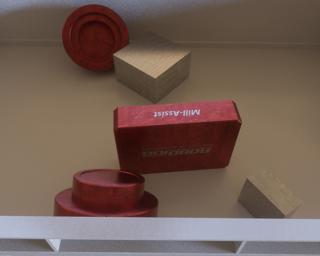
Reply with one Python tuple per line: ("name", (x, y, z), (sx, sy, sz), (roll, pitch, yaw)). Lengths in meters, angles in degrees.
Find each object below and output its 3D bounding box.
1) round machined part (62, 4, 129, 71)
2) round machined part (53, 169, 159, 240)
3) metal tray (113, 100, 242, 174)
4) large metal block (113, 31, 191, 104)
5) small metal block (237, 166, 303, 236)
("round machined part", (-0.100, -0.139, 0.486), (0.099, 0.097, 0.042), (-10, 12, -9))
("round machined part", (-0.050, 0.067, 0.300), (0.099, 0.098, 0.042), (5, 94, 4))
("metal tray", (0.018, 0.013, 0.351), (0.131, 0.089, 0.030), (-4, 50, -4))
("large metal block", (-0.011, -0.093, 0.467), (0.080, 0.050, 0.080), (33, 57, 24))
("small metal block", (0.113, 0.077, 0.326), (0.025, 0.050, 0.050), (-29, 56, -22))
